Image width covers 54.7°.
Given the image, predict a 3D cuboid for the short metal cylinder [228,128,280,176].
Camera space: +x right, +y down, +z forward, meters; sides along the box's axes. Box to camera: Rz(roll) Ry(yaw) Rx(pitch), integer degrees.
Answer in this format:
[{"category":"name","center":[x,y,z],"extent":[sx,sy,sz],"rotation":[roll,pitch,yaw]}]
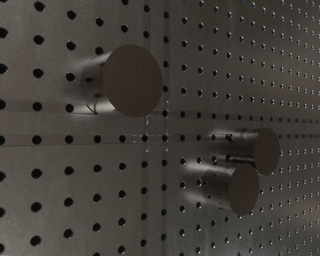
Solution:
[{"category":"short metal cylinder","center":[0.162,0.039,0.532],"extent":[0.081,0.050,0.079],"rotation":[0,90,-40]}]

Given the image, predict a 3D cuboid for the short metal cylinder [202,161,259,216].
[{"category":"short metal cylinder","center":[0.113,0.094,0.491],"extent":[0.081,0.050,0.079],"rotation":[0,90,-40]}]

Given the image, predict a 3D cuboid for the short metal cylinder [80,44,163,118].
[{"category":"short metal cylinder","center":[-0.043,-0.051,0.358],"extent":[0.081,0.050,0.079],"rotation":[0,91,-40]}]
